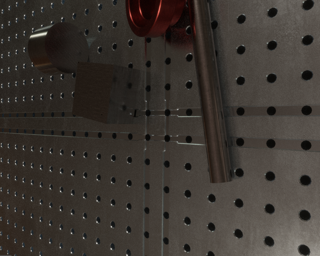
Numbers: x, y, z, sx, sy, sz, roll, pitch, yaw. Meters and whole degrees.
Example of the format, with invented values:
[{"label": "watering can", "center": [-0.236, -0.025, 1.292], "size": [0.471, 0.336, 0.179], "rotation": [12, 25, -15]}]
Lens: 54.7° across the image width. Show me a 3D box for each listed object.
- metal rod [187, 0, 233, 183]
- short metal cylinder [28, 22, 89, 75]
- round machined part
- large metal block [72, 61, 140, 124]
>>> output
[{"label": "metal rod", "center": [0.053, -0.087, 0.364], "size": [0.025, 0.025, 0.298], "rotation": [-11, 83, 39]}, {"label": "short metal cylinder", "center": [-0.165, -0.128, 0.506], "size": [0.050, 0.081, 0.079], "rotation": [4, 93, 39]}, {"label": "round machined part", "center": [-0.004, -0.163, 0.386], "size": [0.098, 0.042, 0.097], "rotation": [16, 109, 58]}, {"label": "large metal block", "center": [-0.081, -0.052, 0.457], "size": [0.080, 0.050, 0.079], "rotation": [14, 99, 39]}]
